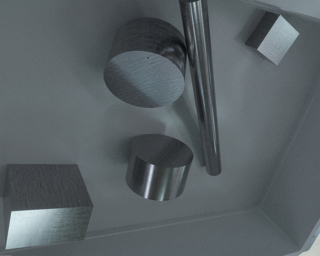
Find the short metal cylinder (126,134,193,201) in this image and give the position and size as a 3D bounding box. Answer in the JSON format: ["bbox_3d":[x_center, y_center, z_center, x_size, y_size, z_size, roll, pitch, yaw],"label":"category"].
[{"bbox_3d":[-0.002,0.049,0.404,0.081,0.080,0.050,-3,120,-28],"label":"short metal cylinder"}]

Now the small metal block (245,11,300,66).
[{"bbox_3d":[0.152,-0.121,0.419,0.050,0.025,0.050,22,107,-37],"label":"small metal block"}]

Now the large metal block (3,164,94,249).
[{"bbox_3d":[-0.131,0.085,0.355,0.081,0.080,0.050,5,116,-31],"label":"large metal block"}]

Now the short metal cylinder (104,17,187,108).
[{"bbox_3d":[-0.013,-0.065,0.321,0.080,0.050,0.080,5,145,4],"label":"short metal cylinder"}]

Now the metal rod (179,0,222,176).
[{"bbox_3d":[0.058,-0.025,0.387,0.025,0.025,0.299,-29,141,-10],"label":"metal rod"}]
